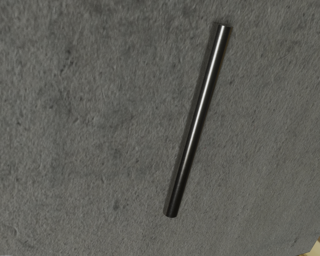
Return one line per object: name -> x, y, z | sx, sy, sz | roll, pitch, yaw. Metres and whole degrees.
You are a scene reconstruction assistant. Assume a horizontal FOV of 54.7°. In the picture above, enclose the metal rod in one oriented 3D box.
metal rod -> 0.047, 0.006, 0.437 | 0.025, 0.025, 0.298 | -2, 119, -28
